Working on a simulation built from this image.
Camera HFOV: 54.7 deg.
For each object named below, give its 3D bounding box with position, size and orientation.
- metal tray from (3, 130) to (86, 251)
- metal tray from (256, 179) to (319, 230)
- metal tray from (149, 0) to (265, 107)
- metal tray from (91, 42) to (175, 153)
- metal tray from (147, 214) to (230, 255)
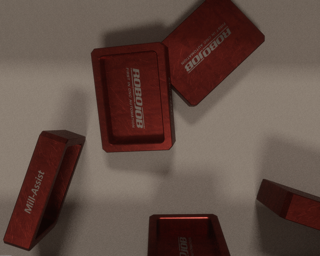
[{"bbox_3d":[-0.135,0.068,0.377,0.030,0.090,0.129,19,90,0],"label":"metal tray"},{"bbox_3d":[0.197,0.104,0.381,0.131,0.090,0.030,18,90,-1],"label":"metal tray"},{"bbox_3d":[0.059,-0.102,0.410,0.130,0.030,0.090,-44,91,0],"label":"metal tray"},{"bbox_3d":[-0.031,-0.037,0.389,0.090,0.030,0.129,-3,100,11],"label":"metal tray"},{"bbox_3d":[0.032,0.148,0.358,0.091,0.130,0.030,0,106,0],"label":"metal tray"}]
